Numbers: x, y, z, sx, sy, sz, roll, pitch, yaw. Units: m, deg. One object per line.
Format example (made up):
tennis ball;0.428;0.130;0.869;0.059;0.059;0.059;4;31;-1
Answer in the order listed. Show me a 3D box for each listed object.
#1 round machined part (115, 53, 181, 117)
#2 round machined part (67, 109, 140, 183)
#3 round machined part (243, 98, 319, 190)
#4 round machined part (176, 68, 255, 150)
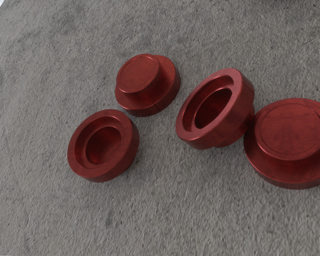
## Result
round machined part;-0.023;-0.068;0.447;0.098;0.042;0.098;-13;56;21
round machined part;-0.071;0.027;0.414;0.098;0.042;0.098;-13;56;21
round machined part;0.135;0.009;0.316;0.098;0.042;0.098;-13;56;21
round machined part;0.067;-0.017;0.351;0.098;0.042;0.098;-41;27;26
